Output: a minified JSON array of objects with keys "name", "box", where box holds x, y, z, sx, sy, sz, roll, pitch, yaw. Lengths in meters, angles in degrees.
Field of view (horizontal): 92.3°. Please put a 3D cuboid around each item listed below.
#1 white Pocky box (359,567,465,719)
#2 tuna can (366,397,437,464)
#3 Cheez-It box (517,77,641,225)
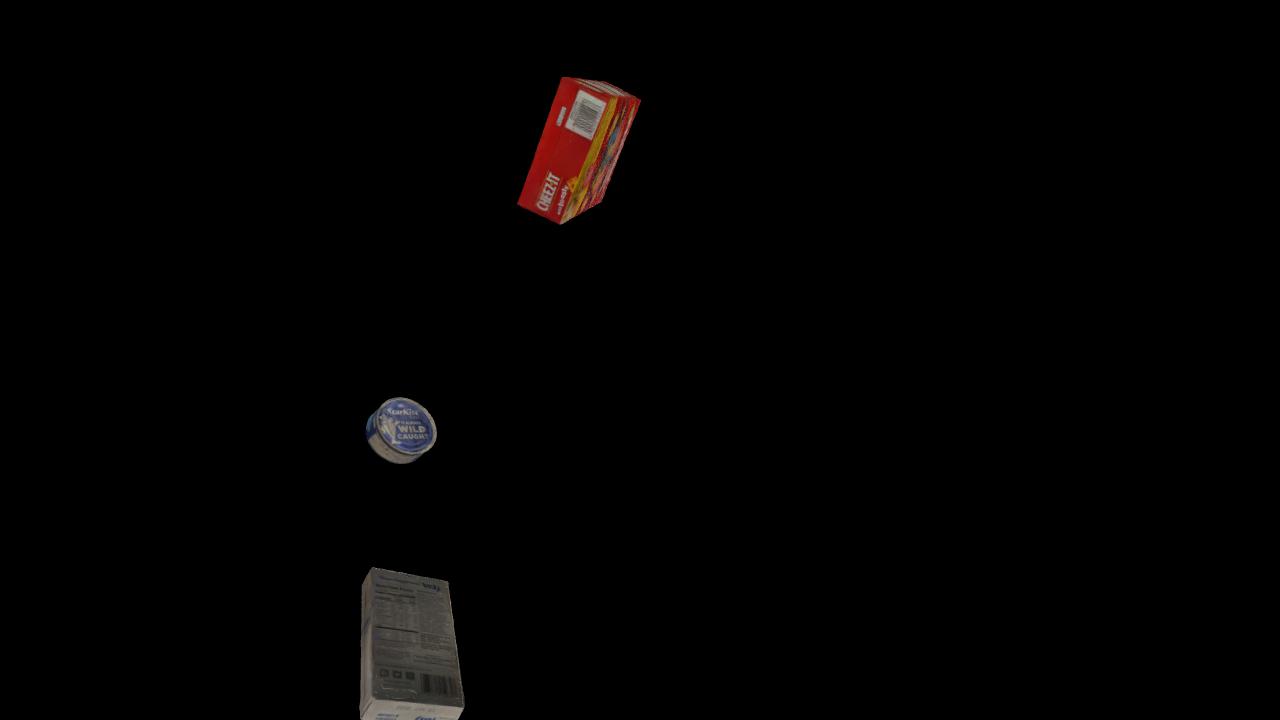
[{"name":"white Pocky box","box":[-0.211,0.257,0.564,0.084,0.028,0.154,25,11,-31]},{"name":"tuna can","box":[-0.312,0.093,0.805,0.034,0.084,0.084,-36,-19,28]},{"name":"Cheez-It box","box":[-0.075,-0.287,0.833,0.071,0.166,0.223,26,25,0]}]
